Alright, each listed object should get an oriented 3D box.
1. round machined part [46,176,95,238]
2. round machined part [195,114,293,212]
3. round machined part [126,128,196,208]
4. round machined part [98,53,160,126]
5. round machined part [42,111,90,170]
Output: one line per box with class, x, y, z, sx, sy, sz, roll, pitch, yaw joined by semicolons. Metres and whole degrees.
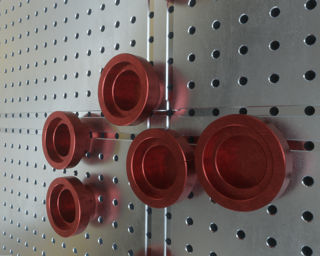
round machined part;-0.146;0.129;0.521;0.098;0.042;0.097;0;90;40
round machined part;0.089;0.035;0.326;0.098;0.042;0.097;0;90;40
round machined part;0.006;0.049;0.394;0.098;0.042;0.097;0;90;40
round machined part;-0.039;-0.051;0.432;0.098;0.042;0.097;0;90;40
round machined part;-0.157;0.020;0.530;0.098;0.042;0.097;0;90;40
